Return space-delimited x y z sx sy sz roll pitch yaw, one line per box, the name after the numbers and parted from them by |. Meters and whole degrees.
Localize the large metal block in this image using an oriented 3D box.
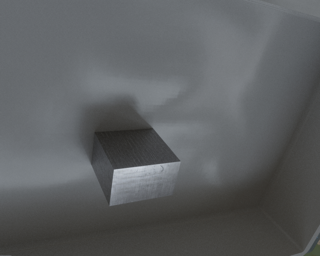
-0.033 0.044 0.381 0.081 0.080 0.050 -4 120 -27 | large metal block
